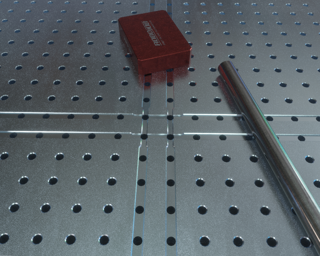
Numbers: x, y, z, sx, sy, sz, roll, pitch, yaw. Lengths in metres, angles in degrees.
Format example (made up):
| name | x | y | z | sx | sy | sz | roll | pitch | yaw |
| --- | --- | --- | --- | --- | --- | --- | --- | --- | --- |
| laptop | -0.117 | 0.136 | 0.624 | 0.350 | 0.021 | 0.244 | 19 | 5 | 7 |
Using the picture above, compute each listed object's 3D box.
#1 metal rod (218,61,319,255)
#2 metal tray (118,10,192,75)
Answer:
| name | x | y | z | sx | sy | sz | roll | pitch | yaw |
| --- | --- | --- | --- | --- | --- | --- | --- | --- | --- |
| metal rod | 0.137 | 0.016 | 0.394 | 0.025 | 0.025 | 0.300 | -10 | 51 | -8 |
| metal tray | -0.012 | -0.150 | 0.531 | 0.091 | 0.030 | 0.130 | -15 | 52 | -13 |
